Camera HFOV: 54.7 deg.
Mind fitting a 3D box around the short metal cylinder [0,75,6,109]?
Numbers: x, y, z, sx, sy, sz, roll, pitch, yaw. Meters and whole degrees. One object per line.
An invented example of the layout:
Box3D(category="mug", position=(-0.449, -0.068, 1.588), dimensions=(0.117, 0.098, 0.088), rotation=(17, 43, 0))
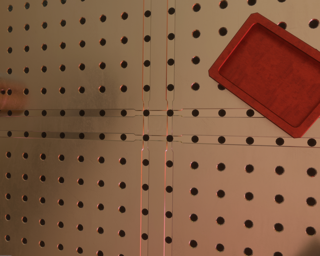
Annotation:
Box3D(category="short metal cylinder", position=(-0.304, -0.060, 0.507), dimensions=(0.080, 0.050, 0.080), rotation=(0, 90, 20))

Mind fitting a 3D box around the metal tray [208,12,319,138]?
Box3D(category="metal tray", position=(0.135, -0.061, 0.362), dimensions=(0.130, 0.030, 0.090), rotation=(40, 102, 15))
